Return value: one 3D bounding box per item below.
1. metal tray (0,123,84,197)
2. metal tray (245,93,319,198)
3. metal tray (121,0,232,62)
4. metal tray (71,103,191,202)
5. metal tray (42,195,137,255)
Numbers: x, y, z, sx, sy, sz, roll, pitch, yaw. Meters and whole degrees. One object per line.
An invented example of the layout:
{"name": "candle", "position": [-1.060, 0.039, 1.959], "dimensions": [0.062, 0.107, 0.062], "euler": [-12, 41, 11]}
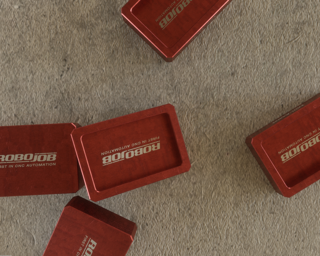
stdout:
{"name": "metal tray", "position": [-0.170, 0.041, 0.406], "dimensions": [0.131, 0.030, 0.089], "euler": [-3, 90, 0]}
{"name": "metal tray", "position": [0.193, 0.020, 0.408], "dimensions": [0.130, 0.030, 0.090], "euler": [-31, 90, 0]}
{"name": "metal tray", "position": [0.025, -0.163, 0.407], "dimensions": [0.090, 0.030, 0.130], "euler": [44, 90, 0]}
{"name": "metal tray", "position": [-0.035, 0.029, 0.391], "dimensions": [0.131, 0.030, 0.090], "euler": [-16, 91, -14]}
{"name": "metal tray", "position": [-0.097, 0.162, 0.392], "dimensions": [0.090, 0.030, 0.129], "euler": [26, 103, -1]}
